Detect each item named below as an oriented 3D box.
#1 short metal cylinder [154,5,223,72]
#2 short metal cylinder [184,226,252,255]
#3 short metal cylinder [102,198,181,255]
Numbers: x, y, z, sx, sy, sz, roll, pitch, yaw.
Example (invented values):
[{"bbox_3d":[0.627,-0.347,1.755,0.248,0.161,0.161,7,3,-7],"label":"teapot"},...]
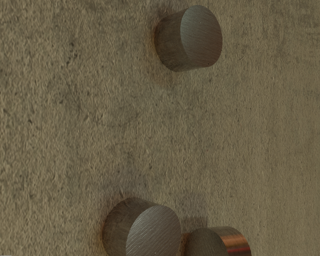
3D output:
[{"bbox_3d":[0.040,-0.119,0.421,0.081,0.050,0.080,0,90,-40],"label":"short metal cylinder"},{"bbox_3d":[0.081,0.181,0.437,0.050,0.080,0.080,12,83,-40],"label":"short metal cylinder"},{"bbox_3d":[-0.021,0.128,0.371,0.081,0.050,0.080,0,90,-40],"label":"short metal cylinder"}]
